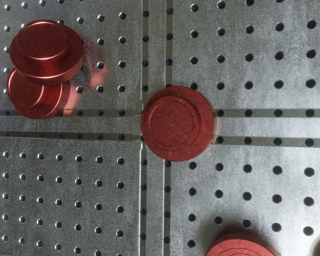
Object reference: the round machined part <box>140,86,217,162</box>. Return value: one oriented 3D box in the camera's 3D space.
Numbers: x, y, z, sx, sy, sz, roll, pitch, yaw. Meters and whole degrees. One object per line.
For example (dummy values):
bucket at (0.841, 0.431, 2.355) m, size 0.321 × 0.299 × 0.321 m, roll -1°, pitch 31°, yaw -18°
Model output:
round machined part at (0.020, -0.005, 0.396) m, size 0.098 × 0.042 × 0.097 m, roll 0°, pitch 90°, yaw 19°

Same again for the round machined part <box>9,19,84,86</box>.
round machined part at (-0.159, -0.112, 0.433) m, size 0.099 × 0.042 × 0.098 m, roll 3°, pitch 65°, yaw -6°

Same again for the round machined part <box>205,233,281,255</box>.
round machined part at (0.100, 0.173, 0.368) m, size 0.098 × 0.042 × 0.097 m, roll 0°, pitch 90°, yaw 19°

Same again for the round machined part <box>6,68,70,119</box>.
round machined part at (-0.190, -0.062, 0.469) m, size 0.098 × 0.042 × 0.097 m, roll 0°, pitch 90°, yaw 19°
